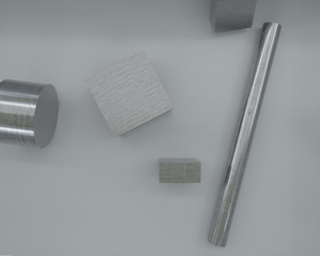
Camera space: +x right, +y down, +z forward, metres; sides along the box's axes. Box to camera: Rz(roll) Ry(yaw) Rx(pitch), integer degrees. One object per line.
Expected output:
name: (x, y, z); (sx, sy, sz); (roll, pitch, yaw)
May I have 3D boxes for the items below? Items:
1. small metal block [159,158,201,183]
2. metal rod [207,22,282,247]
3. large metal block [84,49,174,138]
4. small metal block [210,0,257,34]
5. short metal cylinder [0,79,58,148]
small metal block: (0.024, 0.054, 0.399); (0.050, 0.050, 0.025); (0, 90, -1)
metal rod: (0.112, 0.009, 0.412); (0.025, 0.025, 0.298); (14, 90, -1)
large metal block: (-0.037, -0.042, 0.398); (0.080, 0.050, 0.080); (-27, 90, 0)
small metal block: (0.093, -0.153, 0.397); (0.050, 0.050, 0.025); (-10, 59, 0)
short metal cylinder: (-0.164, -0.017, 0.382); (0.050, 0.080, 0.080); (7, 90, 0)
